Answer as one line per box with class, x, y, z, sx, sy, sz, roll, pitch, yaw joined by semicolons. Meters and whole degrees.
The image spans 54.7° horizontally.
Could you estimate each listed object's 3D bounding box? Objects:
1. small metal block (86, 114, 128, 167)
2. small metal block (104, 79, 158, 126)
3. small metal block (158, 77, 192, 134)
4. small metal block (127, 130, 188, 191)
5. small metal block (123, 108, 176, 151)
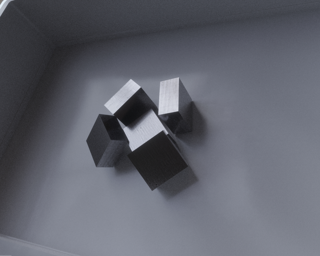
small metal block;-0.072;0.017;0.414;0.050;0.025;0.050;-58;45;29
small metal block;-0.039;-0.030;0.424;0.050;0.050;0.025;-45;51;-3
small metal block;0.021;-0.027;0.391;0.025;0.050;0.050;-10;57;21
small metal block;-0.002;0.037;0.364;0.050;0.025;0.050;-35;88;4
small metal block;-0.016;0.011;0.403;0.050;0.025;0.050;-36;51;4
